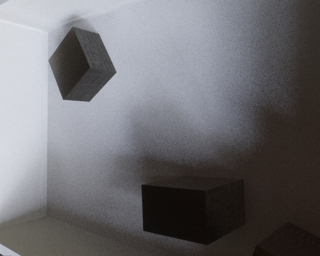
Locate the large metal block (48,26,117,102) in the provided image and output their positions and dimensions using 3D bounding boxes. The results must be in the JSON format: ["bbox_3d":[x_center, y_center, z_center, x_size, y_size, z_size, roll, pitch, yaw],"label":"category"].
[{"bbox_3d":[-0.125,-0.099,0.494,0.080,0.050,0.080,-39,66,33],"label":"large metal block"}]

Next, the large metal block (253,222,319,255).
[{"bbox_3d":[0.128,0.132,0.266,0.080,0.081,0.050,24,106,37],"label":"large metal block"}]

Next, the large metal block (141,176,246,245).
[{"bbox_3d":[0.038,0.084,0.340,0.080,0.081,0.050,-4,88,40],"label":"large metal block"}]
